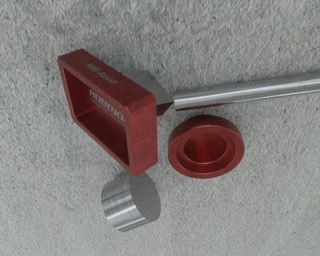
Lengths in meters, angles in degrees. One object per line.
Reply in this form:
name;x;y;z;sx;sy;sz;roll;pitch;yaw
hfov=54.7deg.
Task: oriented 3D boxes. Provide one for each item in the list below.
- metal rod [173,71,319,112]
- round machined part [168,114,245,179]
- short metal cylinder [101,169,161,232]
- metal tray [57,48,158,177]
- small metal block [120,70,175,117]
metal rod;0.167;-0.051;0.365;0.302;0.025;0.025;-7;130;5
round machined part;0.059;0.020;0.415;0.099;0.042;0.097;-1;130;0
short metal cylinder;-0.042;0.108;0.463;0.050;0.080;0.080;-27;125;21
metal tray;-0.056;-0.019;0.329;0.030;0.130;0.089;-30;138;-30
small metal block;-0.020;-0.037;0.345;0.050;0.050;0.025;51;123;15
